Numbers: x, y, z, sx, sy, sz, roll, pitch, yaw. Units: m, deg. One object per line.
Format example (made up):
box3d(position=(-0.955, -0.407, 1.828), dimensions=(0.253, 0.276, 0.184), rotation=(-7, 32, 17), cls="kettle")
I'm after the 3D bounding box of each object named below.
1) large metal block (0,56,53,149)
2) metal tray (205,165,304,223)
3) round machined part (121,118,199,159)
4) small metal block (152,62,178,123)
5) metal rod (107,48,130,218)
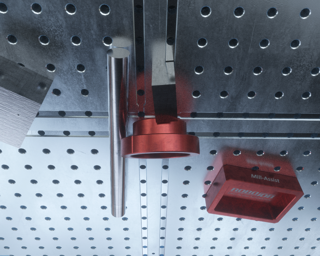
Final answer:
box3d(position=(-0.185, -0.032, 0.365), dimensions=(0.080, 0.050, 0.080), rotation=(26, 125, -21), cls="large metal block")
box3d(position=(0.150, 0.110, 0.504), dimensions=(0.131, 0.030, 0.089), rotation=(11, 129, -10), cls="metal tray")
box3d(position=(0.000, 0.014, 0.392), dimensions=(0.099, 0.042, 0.098), rotation=(-2, 170, 0), cls="round machined part")
box3d(position=(0.006, -0.042, 0.359), dimensions=(0.025, 0.050, 0.050), rotation=(-4, 129, 3), cls="small metal block")
box3d(position=(-0.059, 0.030, 0.436), dimensions=(0.025, 0.025, 0.298), rotation=(4, 130, -4), cls="metal rod")
